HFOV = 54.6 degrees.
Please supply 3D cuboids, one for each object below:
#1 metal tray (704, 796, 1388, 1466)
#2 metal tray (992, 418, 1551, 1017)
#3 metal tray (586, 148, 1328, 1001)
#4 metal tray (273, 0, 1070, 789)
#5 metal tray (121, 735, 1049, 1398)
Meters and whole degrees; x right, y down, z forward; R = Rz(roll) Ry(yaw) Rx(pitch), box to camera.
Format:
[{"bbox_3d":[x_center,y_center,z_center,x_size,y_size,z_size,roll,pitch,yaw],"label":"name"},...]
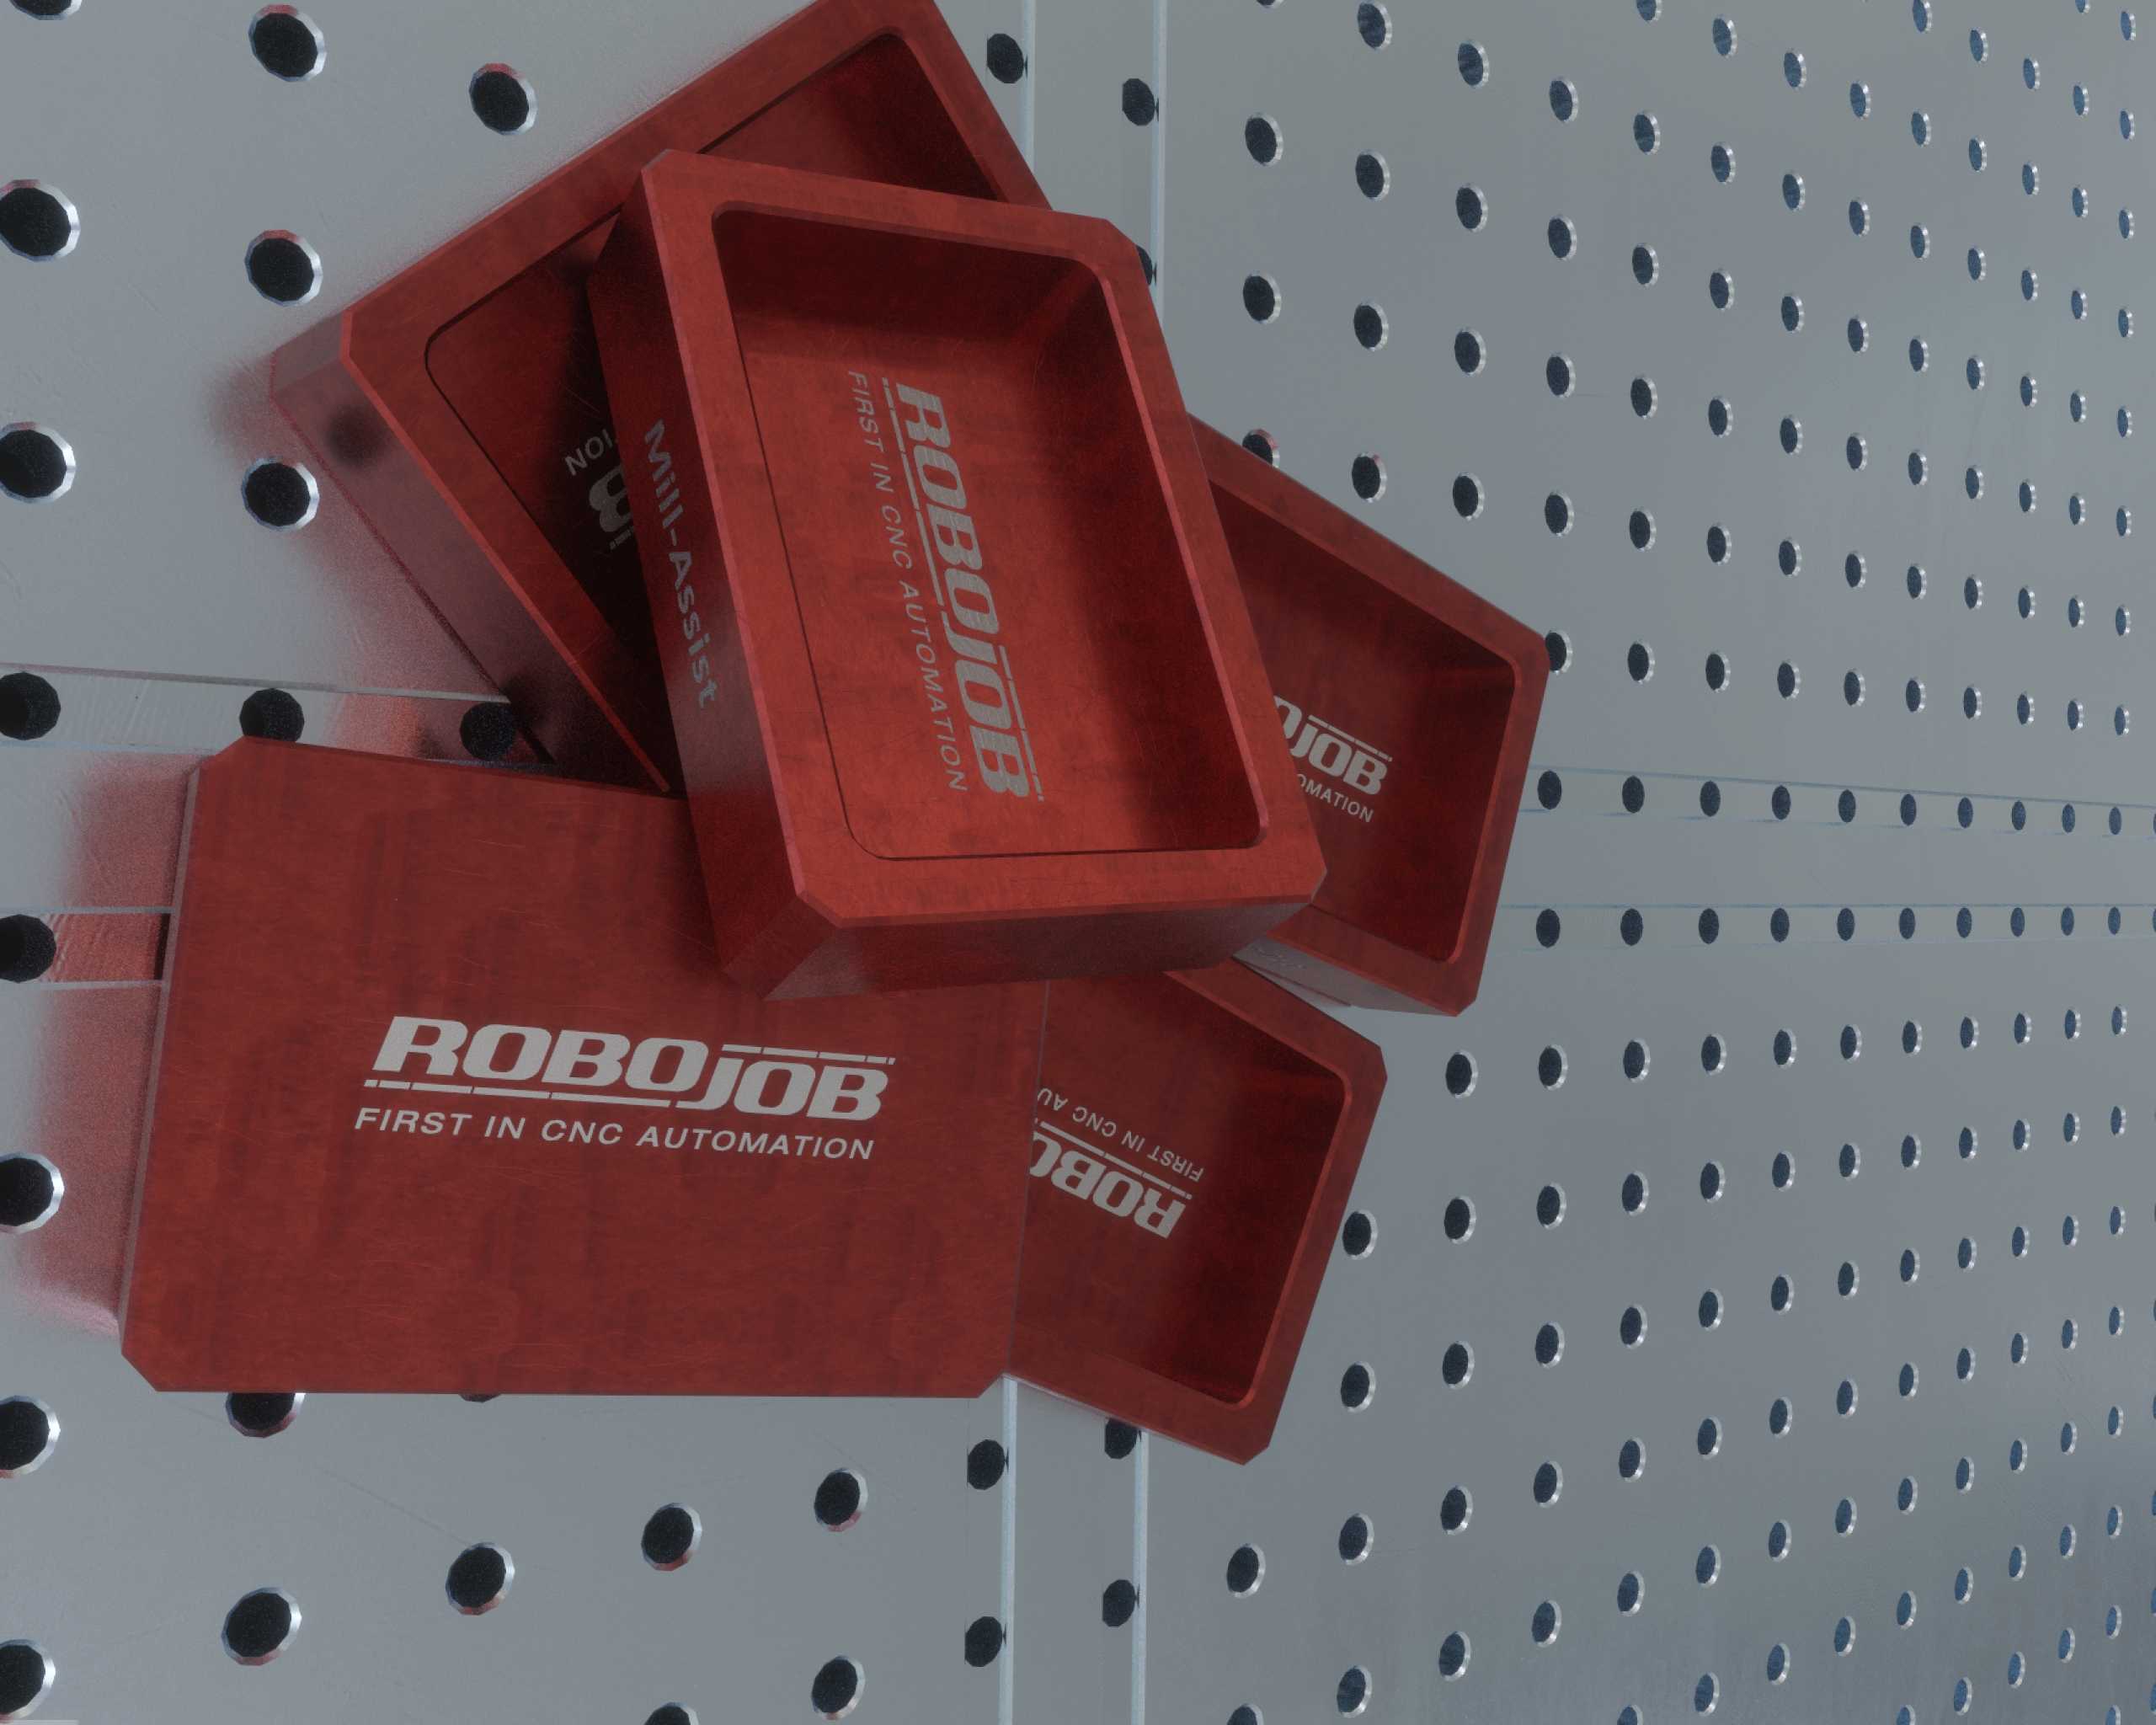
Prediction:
[{"bbox_3d":[-0.003,0.053,0.401,0.130,0.030,0.090,32,71,-35],"label":"metal tray"},{"bbox_3d":[0.041,-0.028,0.437,0.131,0.030,0.090,23,76,-38],"label":"metal tray"},{"bbox_3d":[-0.020,-0.046,0.332,0.091,0.030,0.130,-2,67,-33],"label":"metal tray"},{"bbox_3d":[-0.055,-0.083,0.357,0.131,0.030,0.090,-47,117,-29],"label":"metal tray"},{"bbox_3d":[-0.072,0.034,0.323,0.131,0.030,0.090,8,86,-26],"label":"metal tray"}]
